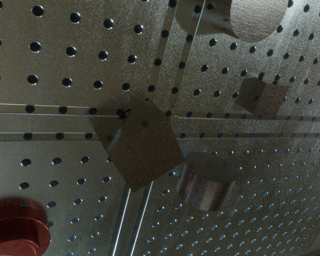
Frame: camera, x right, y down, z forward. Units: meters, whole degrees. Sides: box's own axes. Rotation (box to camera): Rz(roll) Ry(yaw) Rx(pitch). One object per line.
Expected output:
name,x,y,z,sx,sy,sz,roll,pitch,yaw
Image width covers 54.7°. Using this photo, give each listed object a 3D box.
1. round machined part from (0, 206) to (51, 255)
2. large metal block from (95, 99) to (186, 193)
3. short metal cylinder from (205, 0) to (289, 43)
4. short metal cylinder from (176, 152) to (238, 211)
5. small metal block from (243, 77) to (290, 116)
round machined part,-0.190,0.150,0.390,0.099,0.042,0.097,-14,125,-21
large metal block,-0.024,0.023,0.398,0.080,0.050,0.080,-31,129,-9
short metal cylinder,0.101,-0.146,0.362,0.081,0.050,0.079,-14,125,-21
short metal cylinder,0.069,0.078,0.464,0.081,0.080,0.050,1,118,-29
small metal block,0.162,-0.047,0.473,0.050,0.025,0.050,3,117,-30
